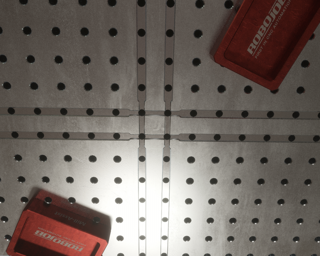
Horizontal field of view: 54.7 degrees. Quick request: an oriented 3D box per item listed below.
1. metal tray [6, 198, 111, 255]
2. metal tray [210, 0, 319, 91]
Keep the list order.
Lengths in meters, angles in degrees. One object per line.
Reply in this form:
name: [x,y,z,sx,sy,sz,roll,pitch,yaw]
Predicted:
metal tray: [-0.153,0.172,0.471,0.131,0.030,0.089,25,108,-10]
metal tray: [0.130,-0.121,0.367,0.090,0.030,0.129,25,108,-9]
